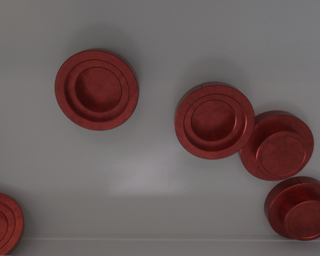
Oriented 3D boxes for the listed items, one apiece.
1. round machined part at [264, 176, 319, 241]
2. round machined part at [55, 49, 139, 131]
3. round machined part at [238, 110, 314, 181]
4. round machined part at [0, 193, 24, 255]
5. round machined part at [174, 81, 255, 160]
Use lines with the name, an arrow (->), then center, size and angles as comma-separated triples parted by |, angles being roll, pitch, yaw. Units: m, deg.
round machined part -> 0.207, 0.123, 0.449 | 0.099, 0.042, 0.097 | 0, 110, 0
round machined part -> -0.074, -0.049, 0.383 | 0.099, 0.042, 0.097 | 0, 110, 0
round machined part -> 0.157, 0.029, 0.414 | 0.099, 0.042, 0.097 | 0, 110, 0
round machined part -> -0.243, 0.143, 0.433 | 0.099, 0.098, 0.042 | 21, 145, -8
round machined part -> 0.067, -0.012, 0.398 | 0.099, 0.042, 0.097 | 0, 110, 0
